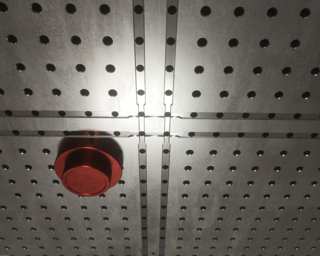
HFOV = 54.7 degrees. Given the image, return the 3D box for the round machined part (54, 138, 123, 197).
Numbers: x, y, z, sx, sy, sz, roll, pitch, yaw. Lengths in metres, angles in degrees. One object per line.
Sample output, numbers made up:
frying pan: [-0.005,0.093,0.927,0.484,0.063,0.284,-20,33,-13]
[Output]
round machined part: [-0.105,0.064,0.453,0.099,0.042,0.097,-1,130,0]
